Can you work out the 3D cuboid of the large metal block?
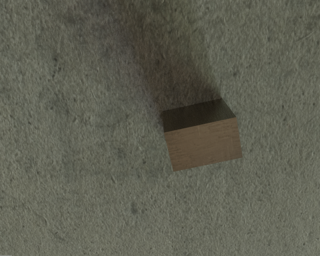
[{"bbox_3d":[0.049,0.005,0.383,0.080,0.080,0.050,-12,110,4],"label":"large metal block"}]
